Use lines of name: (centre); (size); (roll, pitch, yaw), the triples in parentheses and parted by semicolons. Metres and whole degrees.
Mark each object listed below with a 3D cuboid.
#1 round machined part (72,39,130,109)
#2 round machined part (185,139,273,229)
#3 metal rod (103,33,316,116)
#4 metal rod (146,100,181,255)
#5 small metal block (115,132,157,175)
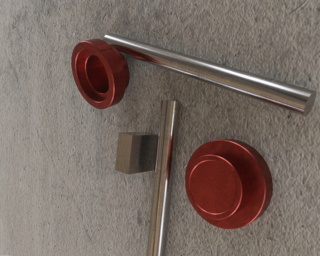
round machined part: (-0.082, -0.080, 0.447); (0.098, 0.042, 0.097); (24, 127, 37)
round machined part: (0.067, 0.061, 0.339); (0.098, 0.042, 0.097); (0, 90, 40)
metal rod: (0.032, -0.077, 0.378); (0.300, 0.025, 0.025); (27, 107, 36)
metal rod: (0.000, 0.113, 0.405); (0.025, 0.025, 0.298); (9, 96, 39)
small metal block: (-0.030, 0.032, 0.414); (0.025, 0.050, 0.050); (11, 97, 39)
